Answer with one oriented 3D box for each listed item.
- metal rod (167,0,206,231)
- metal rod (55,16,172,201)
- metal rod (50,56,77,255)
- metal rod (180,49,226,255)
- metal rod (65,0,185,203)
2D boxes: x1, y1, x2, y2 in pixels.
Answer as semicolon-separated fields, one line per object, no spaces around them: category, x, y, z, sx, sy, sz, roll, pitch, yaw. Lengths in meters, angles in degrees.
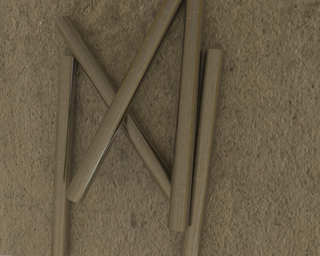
metal rod;0.034;-0.027;0.383;0.025;0.025;0.298;4;86;19
metal rod;-0.062;-0.034;0.429;0.025;0.025;0.299;-37;79;16
metal rod;-0.142;0.046;0.457;0.025;0.025;0.298;3;91;19
metal rod;0.052;0.053;0.390;0.025;0.025;0.298;8;92;19
metal rod;-0.043;-0.042;0.400;0.025;0.025;0.299;27;90;17
